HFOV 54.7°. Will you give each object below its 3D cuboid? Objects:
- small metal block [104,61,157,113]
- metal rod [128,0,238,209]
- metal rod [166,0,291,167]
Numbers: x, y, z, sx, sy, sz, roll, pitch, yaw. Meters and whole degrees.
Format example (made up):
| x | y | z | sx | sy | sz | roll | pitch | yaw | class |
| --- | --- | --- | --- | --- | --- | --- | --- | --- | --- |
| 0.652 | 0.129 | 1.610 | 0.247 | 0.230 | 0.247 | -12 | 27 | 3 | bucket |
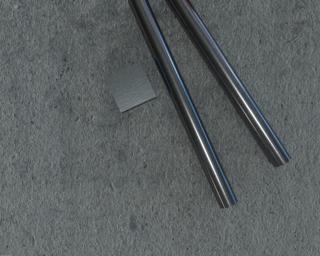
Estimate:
| x | y | z | sx | sy | sz | roll | pitch | yaw | class |
| --- | --- | --- | --- | --- | --- | --- | --- | --- | --- |
| -0.038 | -0.053 | 0.410 | 0.050 | 0.025 | 0.050 | -25 | 90 | 0 | small metal block |
| 0.030 | -0.036 | 0.410 | 0.025 | 0.025 | 0.299 | -24 | 90 | 0 | metal rod |
| 0.081 | -0.080 | 0.410 | 0.025 | 0.025 | 0.299 | -33 | 90 | 0 | metal rod |
